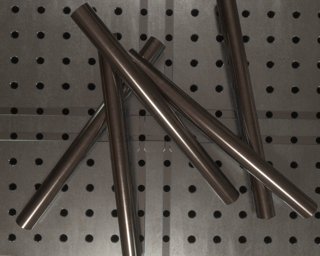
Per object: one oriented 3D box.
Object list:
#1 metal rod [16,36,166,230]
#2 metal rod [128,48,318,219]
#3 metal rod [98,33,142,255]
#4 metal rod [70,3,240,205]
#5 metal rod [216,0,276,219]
[{"bbox_3d":[-0.091,0.006,0.412,0.025,0.025,0.299,36,90,-1],"label":"metal rod"},{"bbox_3d":[0.073,0.007,0.388,0.300,0.025,0.025,40,90,-1],"label":"metal rod"},{"bbox_3d":[-0.051,0.034,0.395,0.025,0.025,0.298,-6,97,0],"label":"metal rod"},{"bbox_3d":[0.004,-0.018,0.378,0.025,0.025,0.300,-40,104,0],"label":"metal rod"},{"bbox_3d":[0.115,-0.029,0.414,0.025,0.025,0.298,-11,90,0],"label":"metal rod"}]
